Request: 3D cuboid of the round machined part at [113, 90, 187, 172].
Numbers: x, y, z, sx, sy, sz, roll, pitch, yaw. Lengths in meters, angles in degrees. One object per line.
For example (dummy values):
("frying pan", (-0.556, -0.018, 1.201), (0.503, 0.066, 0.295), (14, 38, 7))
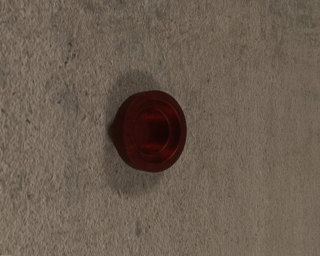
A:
("round machined part", (-0.016, 0.004, 0.382), (0.099, 0.042, 0.097), (0, 90, -40))
